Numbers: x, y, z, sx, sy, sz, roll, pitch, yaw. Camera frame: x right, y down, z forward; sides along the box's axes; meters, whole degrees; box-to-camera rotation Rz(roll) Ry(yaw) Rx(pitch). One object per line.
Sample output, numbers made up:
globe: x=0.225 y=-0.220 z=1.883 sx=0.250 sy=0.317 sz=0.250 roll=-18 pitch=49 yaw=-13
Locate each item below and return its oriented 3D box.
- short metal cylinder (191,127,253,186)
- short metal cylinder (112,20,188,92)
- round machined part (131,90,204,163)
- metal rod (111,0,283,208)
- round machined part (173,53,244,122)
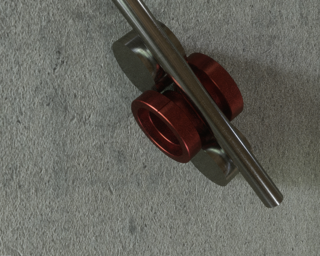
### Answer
short metal cylinder: x=0.075 y=0.030 z=0.410 sx=0.050 sy=0.080 sz=0.080 roll=-41 pitch=103 yaw=-16
short metal cylinder: x=-0.012 y=-0.084 z=0.377 sx=0.050 sy=0.080 sz=0.080 roll=-41 pitch=103 yaw=-16
round machined part: x=0.014 y=-0.007 z=0.376 sx=0.042 sy=0.098 sz=0.098 roll=-42 pitch=104 yaw=-19
metal rod: x=0.049 y=-0.026 z=0.345 sx=0.025 sy=0.025 sz=0.300 roll=-42 pitch=104 yaw=-15
round machined part: x=0.055 y=-0.043 z=0.393 sx=0.042 sy=0.098 sz=0.098 roll=-40 pitch=103 yaw=-11
